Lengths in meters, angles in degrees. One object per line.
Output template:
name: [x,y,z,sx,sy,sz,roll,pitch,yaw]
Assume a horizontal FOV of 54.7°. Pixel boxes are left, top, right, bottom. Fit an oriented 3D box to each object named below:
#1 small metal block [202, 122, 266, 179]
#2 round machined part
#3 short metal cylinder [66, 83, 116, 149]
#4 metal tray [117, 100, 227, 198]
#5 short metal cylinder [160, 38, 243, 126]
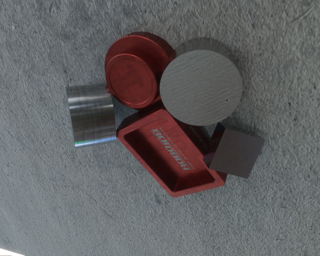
small metal block: [0.084,0.026,0.357,0.050,0.025,0.050,16,105,-14]
round machined part: [-0.026,-0.062,0.373,0.098,0.042,0.097,13,124,21]
short metal cylinder: [-0.091,-0.016,0.402,0.050,0.080,0.079,-9,124,-17]
metal tray: [0.016,0.030,0.400,0.090,0.030,0.130,-24,115,36]
short metal cylinder: [0.043,-0.049,0.326,0.080,0.050,0.079,3,119,6]
